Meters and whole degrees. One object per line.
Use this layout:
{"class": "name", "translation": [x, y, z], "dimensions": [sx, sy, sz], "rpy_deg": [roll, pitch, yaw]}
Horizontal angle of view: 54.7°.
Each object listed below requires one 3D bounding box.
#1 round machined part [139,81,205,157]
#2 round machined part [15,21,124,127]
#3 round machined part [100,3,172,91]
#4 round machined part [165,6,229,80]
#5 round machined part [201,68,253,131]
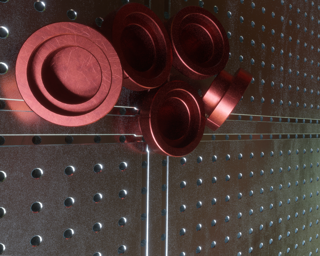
{"class": "round machined part", "translation": [0.012, -0.012, 0.410], "dimensions": [0.099, 0.042, 0.097], "rpy_deg": [0, 90, -40]}
{"class": "round machined part", "translation": [-0.085, -0.053, 0.308], "dimensions": [0.099, 0.042, 0.097], "rpy_deg": [-1, 102, -5]}
{"class": "round machined part", "translation": [-0.033, -0.092, 0.365], "dimensions": [0.099, 0.042, 0.097], "rpy_deg": [8, 79, -48]}
{"class": "round machined part", "translation": [0.045, -0.113, 0.429], "dimensions": [0.099, 0.042, 0.097], "rpy_deg": [6, 78, -30]}
{"class": "round machined part", "translation": [0.088, -0.047, 0.451], "dimensions": [0.042, 0.098, 0.098], "rpy_deg": [33, 64, 3]}
